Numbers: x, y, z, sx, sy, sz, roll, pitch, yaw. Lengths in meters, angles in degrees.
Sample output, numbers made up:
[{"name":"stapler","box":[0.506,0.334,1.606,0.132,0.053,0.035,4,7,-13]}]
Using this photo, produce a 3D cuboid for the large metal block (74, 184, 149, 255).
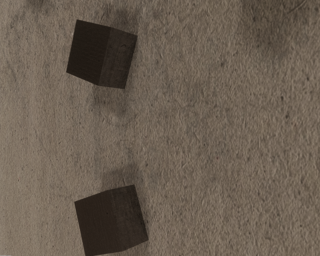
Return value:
[{"name":"large metal block","box":[-0.071,0.133,0.445,0.080,0.050,0.080,-25,74,37]}]

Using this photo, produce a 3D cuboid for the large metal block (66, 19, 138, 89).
[{"name":"large metal block","box":[-0.087,-0.109,0.458,0.080,0.050,0.079,25,106,37]}]
